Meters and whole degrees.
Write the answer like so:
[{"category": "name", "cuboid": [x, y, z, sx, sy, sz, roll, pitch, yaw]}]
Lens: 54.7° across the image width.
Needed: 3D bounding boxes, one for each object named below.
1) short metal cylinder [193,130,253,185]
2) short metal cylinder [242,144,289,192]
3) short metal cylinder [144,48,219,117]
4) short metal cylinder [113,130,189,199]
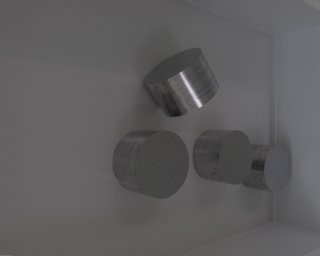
[{"category": "short metal cylinder", "cuboid": [0.096, 0.043, 0.471, 0.081, 0.050, 0.080, 0, 90, -40]}, {"category": "short metal cylinder", "cuboid": [0.182, 0.069, 0.543, 0.081, 0.050, 0.080, 0, 90, -40]}, {"category": "short metal cylinder", "cuboid": [0.028, -0.058, 0.393, 0.080, 0.080, 0.050, -48, 119, -29]}, {"category": "short metal cylinder", "cuboid": [-0.010, 0.043, 0.381, 0.081, 0.050, 0.080, 0, 90, -40]}]
